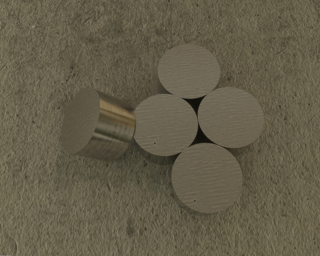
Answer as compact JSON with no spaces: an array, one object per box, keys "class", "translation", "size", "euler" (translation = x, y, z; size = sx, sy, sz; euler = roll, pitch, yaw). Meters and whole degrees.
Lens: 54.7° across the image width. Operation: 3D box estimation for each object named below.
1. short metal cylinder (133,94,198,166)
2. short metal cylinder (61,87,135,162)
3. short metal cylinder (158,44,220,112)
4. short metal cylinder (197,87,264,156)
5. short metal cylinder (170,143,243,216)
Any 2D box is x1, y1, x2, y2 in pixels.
[{"class":"short metal cylinder","translation":[0.005,0.003,0.395],"size":[0.081,0.050,0.080],"euler":[0,70,0]},{"class":"short metal cylinder","translation":[-0.076,-0.003,0.375],"size":[0.080,0.050,0.080],"euler":[-20,61,40]},{"class":"short metal cylinder","translation":[0.037,-0.065,0.420],"size":[0.081,0.050,0.080],"euler":[0,70,0]},{"class":"short metal cylinder","translation":[0.086,-0.006,0.399],"size":[0.081,0.050,0.080],"euler":[0,70,0]},{"class":"short metal cylinder","translation":[0.053,0.063,0.373],"size":[0.081,0.050,0.080],"euler":[0,70,0]}]
